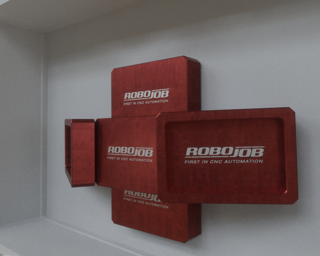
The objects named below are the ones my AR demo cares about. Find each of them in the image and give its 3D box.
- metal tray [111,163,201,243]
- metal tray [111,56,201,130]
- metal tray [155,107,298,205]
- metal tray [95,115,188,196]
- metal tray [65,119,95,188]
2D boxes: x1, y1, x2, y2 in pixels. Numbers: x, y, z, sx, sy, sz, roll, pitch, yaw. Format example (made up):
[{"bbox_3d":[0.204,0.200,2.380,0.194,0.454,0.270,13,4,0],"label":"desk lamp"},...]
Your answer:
[{"bbox_3d":[-0.009,0.089,0.408,0.130,0.030,0.089,0,90,39],"label":"metal tray"},{"bbox_3d":[-0.010,-0.039,0.408,0.130,0.030,0.089,0,90,39],"label":"metal tray"},{"bbox_3d":[0.063,0.027,0.308,0.131,0.030,0.089,-2,89,10],"label":"metal tray"},{"bbox_3d":[-0.028,0.031,0.386,0.130,0.030,0.089,-1,89,39],"label":"metal tray"},{"bbox_3d":[-0.122,0.031,0.463,0.130,0.030,0.089,-176,86,-69],"label":"metal tray"}]
